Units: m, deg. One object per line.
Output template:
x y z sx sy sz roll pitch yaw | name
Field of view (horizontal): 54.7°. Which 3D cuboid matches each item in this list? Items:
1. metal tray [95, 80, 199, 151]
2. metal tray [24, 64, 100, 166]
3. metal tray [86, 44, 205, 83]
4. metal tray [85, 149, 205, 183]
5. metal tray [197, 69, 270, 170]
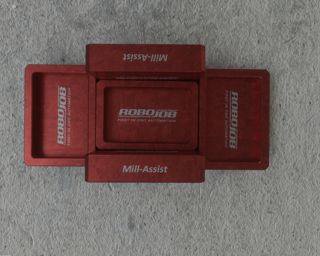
-0.017 -0.016 0.408 0.131 0.030 0.089 1 90 -1 | metal tray
-0.127 -0.016 0.407 0.091 0.030 0.129 1 90 -1 | metal tray
-0.016 -0.076 0.378 0.131 0.090 0.030 0 90 -1 | metal tray
-0.016 0.044 0.377 0.131 0.090 0.030 0 90 -1 | metal tray
0.095 -0.011 0.410 0.091 0.030 0.129 1 90 -1 | metal tray
